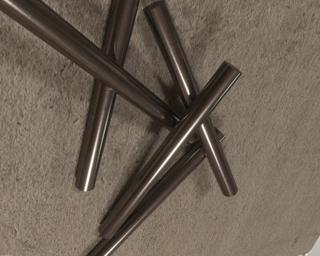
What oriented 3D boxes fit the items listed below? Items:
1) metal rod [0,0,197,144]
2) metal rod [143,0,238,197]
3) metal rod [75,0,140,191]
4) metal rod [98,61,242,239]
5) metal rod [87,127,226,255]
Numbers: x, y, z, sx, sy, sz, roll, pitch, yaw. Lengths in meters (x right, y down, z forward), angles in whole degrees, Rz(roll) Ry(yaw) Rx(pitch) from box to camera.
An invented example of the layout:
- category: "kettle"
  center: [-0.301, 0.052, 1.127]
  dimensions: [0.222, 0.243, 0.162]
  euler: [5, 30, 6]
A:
- category: "metal rod"
  center: [-0.037, -0.046, 0.326]
  dimensions: [0.025, 0.025, 0.301]
  euler: [-49, 139, 6]
- category: "metal rod"
  center: [0.051, -0.016, 0.404]
  dimensions: [0.025, 0.025, 0.299]
  euler: [-32, 122, -8]
- category: "metal rod"
  center: [-0.056, -0.057, 0.342]
  dimensions: [0.025, 0.025, 0.298]
  euler: [3, 117, -30]
- category: "metal rod"
  center: [0.001, 0.043, 0.403]
  dimensions: [0.025, 0.025, 0.298]
  euler: [18, 119, -36]
- category: "metal rod"
  center: [-0.014, 0.114, 0.470]
  dimensions: [0.300, 0.025, 0.025]
  euler: [-46, 130, 4]
